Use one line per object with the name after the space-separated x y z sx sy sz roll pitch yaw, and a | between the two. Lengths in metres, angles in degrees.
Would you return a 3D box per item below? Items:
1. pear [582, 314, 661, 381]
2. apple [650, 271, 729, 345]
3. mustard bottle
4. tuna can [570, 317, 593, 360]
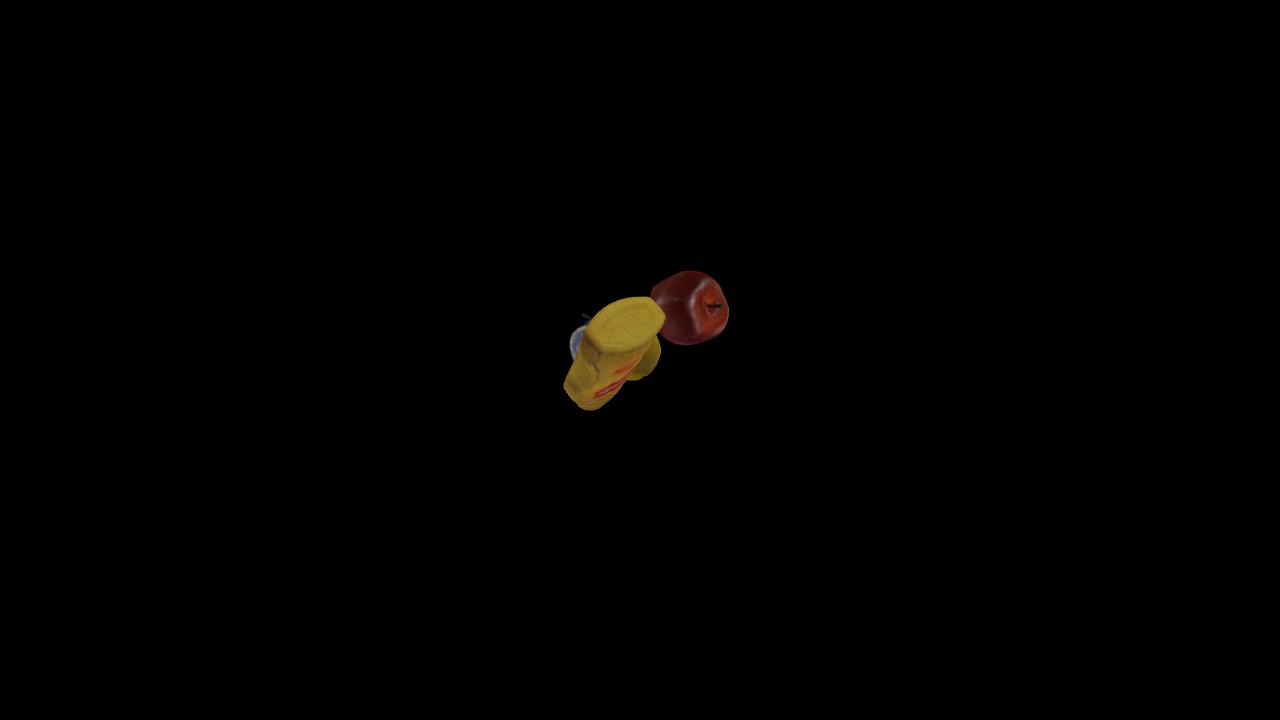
-0.025 -0.025 0.766 0.080 0.080 0.111 0 -30 42 | pear
0.050 -0.053 0.644 0.079 0.079 0.093 0 2 -40 | apple
-0.040 0.007 0.669 0.092 0.054 0.184 -37 -12 -34 | mustard bottle
-0.042 -0.012 0.747 0.084 0.084 0.034 0 31 35 | tuna can
